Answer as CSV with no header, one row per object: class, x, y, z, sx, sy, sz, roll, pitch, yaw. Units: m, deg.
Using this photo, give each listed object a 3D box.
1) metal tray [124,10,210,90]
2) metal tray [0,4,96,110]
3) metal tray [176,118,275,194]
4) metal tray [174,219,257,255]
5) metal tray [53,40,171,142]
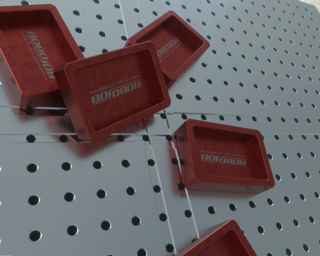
metal tray,0.013,-0.126,0.490,0.090,0.030,0.131,41,51,0
metal tray,-0.149,-0.092,0.381,0.091,0.030,0.130,-21,73,-36
metal tray,0.091,0.041,0.430,0.131,0.030,0.090,8,58,-24
metal tray,0.055,0.169,0.332,0.131,0.030,0.090,-20,73,-36
metal tray,-0.051,-0.048,0.381,0.131,0.030,0.089,-28,107,-37
